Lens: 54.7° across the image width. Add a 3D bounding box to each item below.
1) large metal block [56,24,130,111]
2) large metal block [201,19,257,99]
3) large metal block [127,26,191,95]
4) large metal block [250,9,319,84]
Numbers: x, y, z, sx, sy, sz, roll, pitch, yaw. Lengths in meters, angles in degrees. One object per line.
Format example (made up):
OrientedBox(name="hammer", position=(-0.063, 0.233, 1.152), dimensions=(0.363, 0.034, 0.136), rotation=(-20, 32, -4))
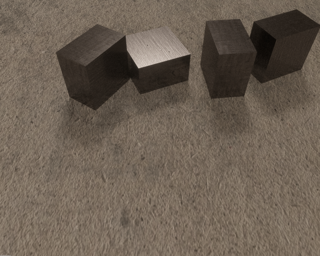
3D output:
OrientedBox(name="large metal block", position=(-0.090, -0.086, 0.439), dimensions=(0.050, 0.080, 0.080), rotation=(27, 55, 20))
OrientedBox(name="large metal block", position=(0.096, -0.101, 0.454), dimensions=(0.050, 0.080, 0.080), rotation=(-5, 50, -4))
OrientedBox(name="large metal block", position=(-0.009, -0.106, 0.476), dimensions=(0.081, 0.050, 0.080), rotation=(-19, 53, -16))
OrientedBox(name="large metal block", position=(0.182, -0.124, 0.474), dimensions=(0.081, 0.080, 0.050), rotation=(-20, 53, -17))
